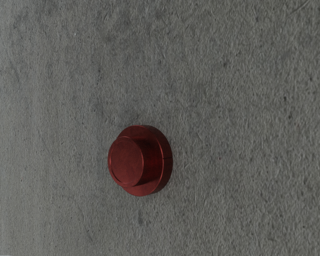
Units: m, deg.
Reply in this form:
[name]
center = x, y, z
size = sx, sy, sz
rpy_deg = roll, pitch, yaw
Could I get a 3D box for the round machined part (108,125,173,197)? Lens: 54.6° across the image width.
[round machined part]
center = -0.034, 0.045, 0.423
size = 0.098, 0.042, 0.097
rpy_deg = 0, 90, 40
